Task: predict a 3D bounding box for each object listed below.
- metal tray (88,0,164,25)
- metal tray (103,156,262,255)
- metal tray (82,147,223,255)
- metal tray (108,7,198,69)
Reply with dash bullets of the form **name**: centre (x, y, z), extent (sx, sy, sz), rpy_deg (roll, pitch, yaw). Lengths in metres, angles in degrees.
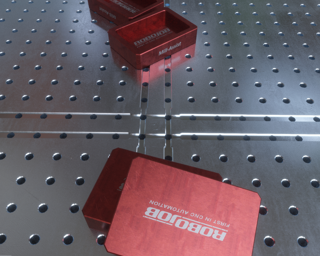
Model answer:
- **metal tray**: centre (-0.067, -0.242, 0.606), extent (0.130, 0.030, 0.090), rpy_deg (37, 59, 26)
- **metal tray**: centre (0.023, 0.089, 0.297), extent (0.131, 0.030, 0.090), rpy_deg (17, 69, -1)
- **metal tray**: centre (-0.005, 0.078, 0.338), extent (0.131, 0.030, 0.090), rpy_deg (13, 51, 10)
- **metal tray**: centre (-0.011, -0.159, 0.537), extent (0.131, 0.030, 0.090), rpy_deg (-31, 57, -24)
